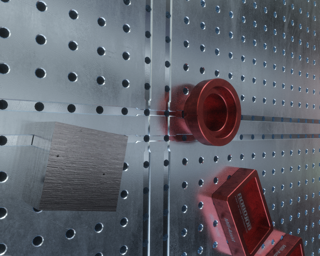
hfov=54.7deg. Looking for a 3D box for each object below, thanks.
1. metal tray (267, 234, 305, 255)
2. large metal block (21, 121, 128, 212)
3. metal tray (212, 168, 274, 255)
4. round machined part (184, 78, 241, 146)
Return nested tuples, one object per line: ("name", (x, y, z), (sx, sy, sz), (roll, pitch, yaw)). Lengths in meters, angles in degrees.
("metal tray", (0.241, 0.282, 0.607), (0.131, 0.030, 0.089), (-23, 105, -38))
("large metal block", (-0.086, 0.040, 0.320), (0.081, 0.050, 0.080), (14, 81, -39))
("metal tray", (0.144, 0.145, 0.526), (0.091, 0.030, 0.129), (-33, 111, -35))
("round machined part", (0.074, -0.023, 0.460), (0.099, 0.042, 0.097), (0, 90, -40))
